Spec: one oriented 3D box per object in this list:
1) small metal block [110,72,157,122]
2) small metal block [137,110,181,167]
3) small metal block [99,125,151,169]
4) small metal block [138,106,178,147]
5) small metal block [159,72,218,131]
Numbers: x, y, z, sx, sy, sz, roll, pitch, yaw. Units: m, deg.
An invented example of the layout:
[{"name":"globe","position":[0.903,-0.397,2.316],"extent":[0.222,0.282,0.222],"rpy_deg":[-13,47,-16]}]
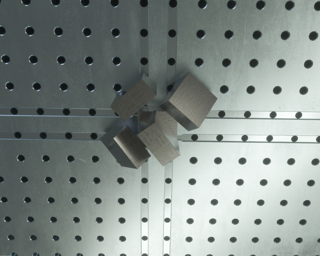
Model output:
[{"name":"small metal block","position":[-0.031,-0.040,0.385],"extent":[0.050,0.050,0.025],"rpy_deg":[-39,106,13]},{"name":"small metal block","position":[-0.001,0.011,0.377],"extent":[0.025,0.050,0.050],"rpy_deg":[-35,107,11]},{"name":"small metal block","position":[-0.046,0.025,0.406],"extent":[0.025,0.050,0.050],"rpy_deg":[-43,109,-25]},{"name":"small metal block","position":[-0.003,-0.002,0.412],"extent":[0.050,0.025,0.050],"rpy_deg":[0,110,-2]},{"name":"small metal block","position":[0.036,-0.032,0.387],"extent":[0.050,0.025,0.050],"rpy_deg":[41,65,-13]}]
